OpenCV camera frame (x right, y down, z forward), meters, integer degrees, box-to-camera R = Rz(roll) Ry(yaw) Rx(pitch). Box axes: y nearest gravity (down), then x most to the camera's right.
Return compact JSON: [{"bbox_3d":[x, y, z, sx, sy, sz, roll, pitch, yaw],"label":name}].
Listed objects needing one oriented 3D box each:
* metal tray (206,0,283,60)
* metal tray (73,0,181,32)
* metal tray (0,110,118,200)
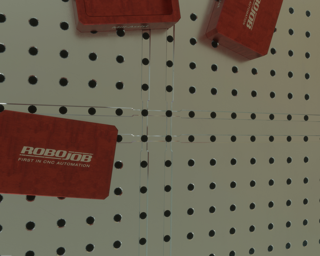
[{"bbox_3d":[0.130,-0.179,0.457,0.091,0.030,0.130,20,83,-19],"label":"metal tray"},{"bbox_3d":[-0.044,-0.173,0.393,0.131,0.030,0.090,-9,93,-20],"label":"metal tray"},{"bbox_3d":[-0.122,0.033,0.365,0.131,0.030,0.090,9,87,-20],"label":"metal tray"}]
